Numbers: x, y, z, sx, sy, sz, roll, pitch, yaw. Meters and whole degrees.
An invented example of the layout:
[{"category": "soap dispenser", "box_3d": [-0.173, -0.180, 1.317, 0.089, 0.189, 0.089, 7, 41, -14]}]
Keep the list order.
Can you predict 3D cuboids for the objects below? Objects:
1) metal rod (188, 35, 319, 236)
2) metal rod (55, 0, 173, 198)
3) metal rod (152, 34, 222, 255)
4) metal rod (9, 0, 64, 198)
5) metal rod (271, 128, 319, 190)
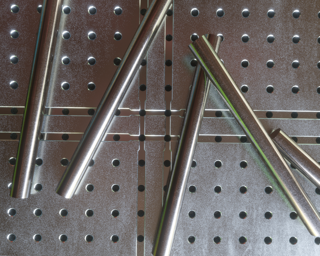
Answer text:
[{"category": "metal rod", "box_3d": [0.129, 0.014, 0.400, 0.025, 0.025, 0.299, -35, 96, 0]}, {"category": "metal rod", "box_3d": [-0.060, -0.046, 0.412, 0.025, 0.025, 0.299, 27, 90, -1]}, {"category": "metal rod", "box_3d": [0.036, 0.024, 0.413, 0.025, 0.025, 0.298, 13, 90, -1]}, {"category": "metal rod", "box_3d": [-0.161, -0.057, 0.411, 0.025, 0.025, 0.298, 10, 90, -1]}, {"category": "metal rod", "box_3d": [0.264, 0.110, 0.416, 0.300, 0.025, 0.025, 42, 90, -1]}]
